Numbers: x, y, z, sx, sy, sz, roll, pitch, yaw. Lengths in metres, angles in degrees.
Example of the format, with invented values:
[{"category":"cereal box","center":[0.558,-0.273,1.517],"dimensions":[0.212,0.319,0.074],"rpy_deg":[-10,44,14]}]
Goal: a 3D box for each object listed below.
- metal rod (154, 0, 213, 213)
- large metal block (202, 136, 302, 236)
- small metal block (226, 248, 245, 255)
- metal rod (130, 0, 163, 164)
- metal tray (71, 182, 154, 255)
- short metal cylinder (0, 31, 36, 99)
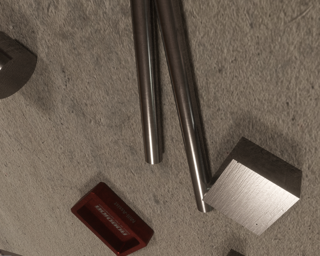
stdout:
[{"category":"metal rod","center":[0.034,-0.019,0.375],"dimensions":[0.025,0.025,0.298],"rpy_deg":[1,119,27]},{"category":"large metal block","center":[0.110,0.070,0.376],"dimensions":[0.080,0.050,0.079],"rpy_deg":[31,128,7]},{"category":"small metal block","center":[0.106,0.223,0.472],"dimensions":[0.025,0.050,0.050],"rpy_deg":[25,127,12]},{"category":"metal rod","center":[-0.016,-0.085,0.361],"dimensions":[0.025,0.025,0.298],"rpy_deg":[10,123,22]},{"category":"metal tray","center":[-0.086,0.165,0.548],"dimensions":[0.130,0.030,0.090],"rpy_deg":[46,129,-4]},{"category":"short metal cylinder","center":[-0.222,-0.087,0.432],"dimensions":[0.050,0.080,0.080],"rpy_deg":[39,129,2]}]
